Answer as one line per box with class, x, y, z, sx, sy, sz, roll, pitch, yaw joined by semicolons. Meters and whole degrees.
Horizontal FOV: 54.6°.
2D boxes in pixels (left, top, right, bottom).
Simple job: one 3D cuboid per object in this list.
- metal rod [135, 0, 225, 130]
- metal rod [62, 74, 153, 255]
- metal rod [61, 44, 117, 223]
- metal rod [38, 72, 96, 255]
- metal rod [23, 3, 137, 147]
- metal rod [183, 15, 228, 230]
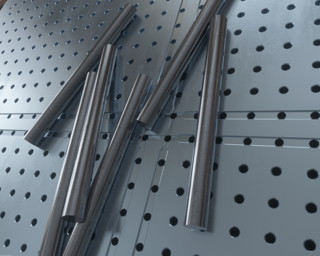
metal rod;0.048;-0.130;0.463;0.025;0.025;0.300;18;71;35
metal rod;-0.069;0.057;0.410;0.025;0.025;0.300;6;64;31
metal rod;-0.094;-0.015;0.450;0.025;0.025;0.300;-13;51;21
metal rod;-0.125;0.044;0.448;0.025;0.025;0.300;-8;58;24
metal rod;-0.133;-0.099;0.539;0.025;0.025;0.300;24;74;36
metal rod;0.062;-0.027;0.392;0.025;0.025;0.300;-3;60;26
